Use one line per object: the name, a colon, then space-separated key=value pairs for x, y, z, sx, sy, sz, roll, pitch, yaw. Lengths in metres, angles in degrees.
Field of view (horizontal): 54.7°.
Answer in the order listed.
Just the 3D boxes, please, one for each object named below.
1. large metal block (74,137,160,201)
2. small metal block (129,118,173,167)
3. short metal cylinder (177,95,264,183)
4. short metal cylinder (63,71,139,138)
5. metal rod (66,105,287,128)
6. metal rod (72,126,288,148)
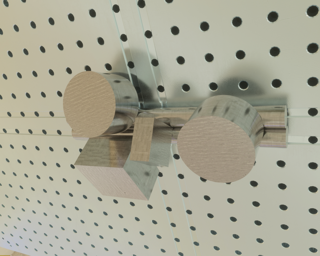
large metal block: x=-0.058 y=0.057 z=0.439 sx=0.080 sy=0.050 sz=0.080 roll=-1 pitch=138 yaw=28
small metal block: x=-0.009 y=0.018 z=0.370 sx=0.025 sy=0.050 sz=0.050 roll=1 pitch=77 yaw=28
short metal cylinder: x=0.065 y=0.011 z=0.331 sx=0.080 sy=0.050 sz=0.079 roll=13 pitch=124 yaw=21
short metal cylinder: x=-0.074 y=-0.030 z=0.393 sx=0.080 sy=0.050 sz=0.079 roll=3 pitch=96 yaw=27
metal rod: x=0.000 y=-0.014 z=0.398 sx=0.300 sy=0.025 sz=0.025 roll=1 pitch=119 yaw=27
metal rod: x=0.006 y=0.008 z=0.409 sx=0.300 sy=0.025 sz=0.025 roll=1 pitch=119 yaw=27
